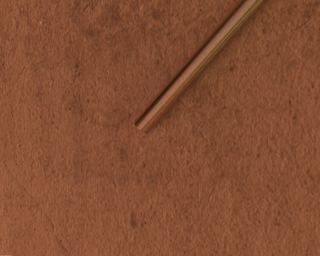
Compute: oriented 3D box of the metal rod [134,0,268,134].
[{"bbox_3d":[0.072,-0.108,0.383,0.025,0.025,0.299,45,103,14],"label":"metal rod"}]
